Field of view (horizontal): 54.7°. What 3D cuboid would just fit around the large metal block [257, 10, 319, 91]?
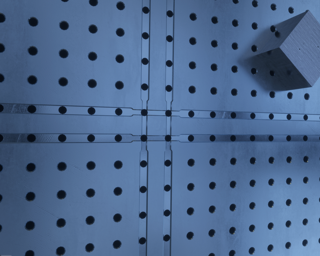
[{"bbox_3d":[0.212,-0.117,0.477,0.080,0.050,0.080,44,76,-15],"label":"large metal block"}]
